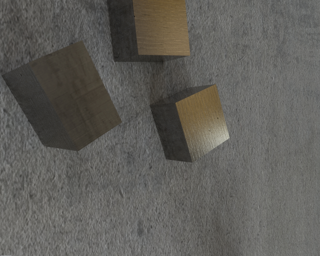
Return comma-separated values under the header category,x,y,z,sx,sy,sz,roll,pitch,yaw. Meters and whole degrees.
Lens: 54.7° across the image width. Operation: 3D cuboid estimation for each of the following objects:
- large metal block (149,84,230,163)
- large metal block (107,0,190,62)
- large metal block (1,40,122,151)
category,x,y,z,sx,sy,sz,roll,pitch,yaw
large metal block,0.042,-0.008,0.424,0.081,0.050,0.080,-28,107,-37
large metal block,-0.013,-0.125,0.377,0.081,0.050,0.079,-10,97,-40
large metal block,-0.093,-0.028,0.291,0.050,0.080,0.080,-37,113,-34
